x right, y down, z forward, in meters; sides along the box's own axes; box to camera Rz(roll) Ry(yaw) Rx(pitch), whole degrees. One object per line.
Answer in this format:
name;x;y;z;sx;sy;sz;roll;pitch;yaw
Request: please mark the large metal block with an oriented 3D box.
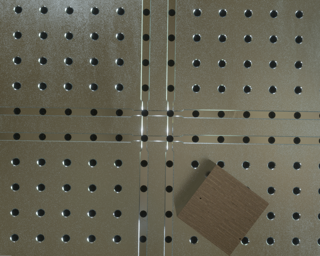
large metal block;0.077;0.100;0.401;0.080;0.050;0.080;37;90;0
